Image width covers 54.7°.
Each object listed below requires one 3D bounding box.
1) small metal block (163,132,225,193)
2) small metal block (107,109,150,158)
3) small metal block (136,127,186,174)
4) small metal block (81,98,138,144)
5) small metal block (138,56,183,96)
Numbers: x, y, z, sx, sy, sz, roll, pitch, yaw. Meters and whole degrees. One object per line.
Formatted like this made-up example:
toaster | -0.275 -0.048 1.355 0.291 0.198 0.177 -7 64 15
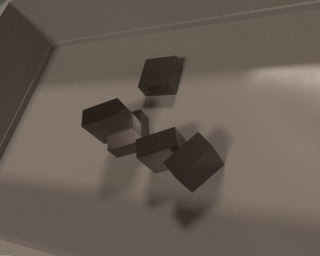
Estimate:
small metal block | 0.039 0.039 0.344 0.050 0.050 0.025 -41 51 0
small metal block | -0.042 0.008 0.422 0.050 0.025 0.050 -16 55 18
small metal block | 0.006 0.028 0.368 0.050 0.050 0.025 -18 55 17
small metal block | -0.063 -0.007 0.394 0.050 0.050 0.025 -17 55 18
small metal block | 0.001 -0.075 0.450 0.050 0.025 0.050 0 61 27
